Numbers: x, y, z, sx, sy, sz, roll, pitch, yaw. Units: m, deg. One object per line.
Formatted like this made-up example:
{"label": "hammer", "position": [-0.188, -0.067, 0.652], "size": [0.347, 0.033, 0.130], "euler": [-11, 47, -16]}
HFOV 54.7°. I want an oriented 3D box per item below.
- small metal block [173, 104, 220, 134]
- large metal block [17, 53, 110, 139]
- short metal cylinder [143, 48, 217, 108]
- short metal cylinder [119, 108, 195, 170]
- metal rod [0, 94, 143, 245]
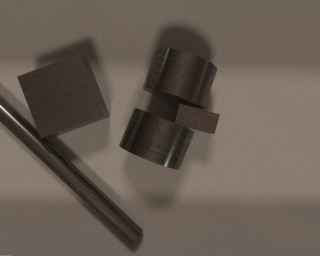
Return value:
{"label": "small metal block", "position": [0.045, -0.011, 0.400], "size": [0.050, 0.050, 0.025], "euler": [15, 90, -1]}
{"label": "large metal block", "position": [-0.120, -0.039, 0.397], "size": [0.080, 0.050, 0.080], "euler": [-21, 90, -1]}
{"label": "short metal cylinder", "position": [0.025, -0.060, 0.384], "size": [0.080, 0.080, 0.050], "euler": [18, 90, -1]}
{"label": "short metal cylinder", "position": [-0.004, 0.013, 0.384], "size": [0.080, 0.080, 0.050], "euler": [22, 90, -1]}
{"label": "metal rod", "position": [-0.140, 0.041, 0.409], "size": [0.300, 0.025, 0.025], "euler": [44, 90, -1]}
